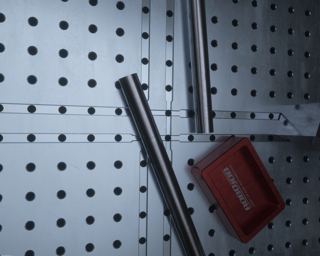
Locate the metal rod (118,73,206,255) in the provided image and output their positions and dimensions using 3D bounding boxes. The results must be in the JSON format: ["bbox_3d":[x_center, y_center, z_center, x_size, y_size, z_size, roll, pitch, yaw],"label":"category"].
[{"bbox_3d":[0.011,0.072,0.416,0.025,0.025,0.298,-23,98,-19],"label":"metal rod"}]

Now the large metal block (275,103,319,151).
[{"bbox_3d":[0.241,0.001,0.472,0.080,0.080,0.050,21,83,-19],"label":"large metal block"}]

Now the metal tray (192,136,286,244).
[{"bbox_3d":[0.117,0.089,0.453,0.090,0.030,0.130,-35,102,-17],"label":"metal tray"}]

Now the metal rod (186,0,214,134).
[{"bbox_3d":[0.052,-0.142,0.431,0.025,0.025,0.298,-5,92,-20],"label":"metal rod"}]
